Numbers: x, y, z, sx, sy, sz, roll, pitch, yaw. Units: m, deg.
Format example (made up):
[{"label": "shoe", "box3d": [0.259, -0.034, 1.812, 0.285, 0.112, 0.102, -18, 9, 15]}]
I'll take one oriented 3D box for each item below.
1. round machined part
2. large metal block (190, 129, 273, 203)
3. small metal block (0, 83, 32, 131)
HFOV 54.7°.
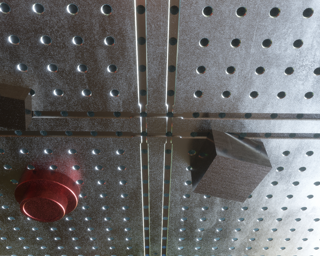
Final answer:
[{"label": "round machined part", "box3d": [-0.183, 0.115, 0.496, 0.099, 0.042, 0.097, 0, 130, 0]}, {"label": "large metal block", "box3d": [0.098, 0.056, 0.444, 0.081, 0.050, 0.079, 14, 129, -12]}, {"label": "small metal block", "box3d": [-0.190, -0.027, 0.387, 0.050, 0.025, 0.050, 11, 129, -9]}]
